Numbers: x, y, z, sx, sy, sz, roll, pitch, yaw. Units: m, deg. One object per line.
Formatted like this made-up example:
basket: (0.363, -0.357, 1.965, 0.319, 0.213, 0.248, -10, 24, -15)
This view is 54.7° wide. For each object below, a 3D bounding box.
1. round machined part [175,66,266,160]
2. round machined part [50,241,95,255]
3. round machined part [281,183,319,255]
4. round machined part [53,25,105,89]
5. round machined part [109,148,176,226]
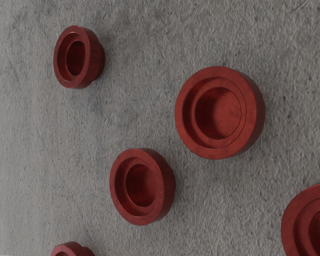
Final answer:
round machined part: (0.067, -0.016, 0.338, 0.098, 0.042, 0.097, 0, 90, 40)
round machined part: (-0.137, 0.235, 0.507, 0.098, 0.042, 0.097, 0, 90, 40)
round machined part: (0.159, 0.092, 0.262, 0.098, 0.042, 0.097, 0, 90, 40)
round machined part: (-0.126, -0.111, 0.498, 0.098, 0.042, 0.097, 0, 90, 40)
round machined part: (-0.019, 0.075, 0.410, 0.098, 0.042, 0.097, 0, 90, 40)
